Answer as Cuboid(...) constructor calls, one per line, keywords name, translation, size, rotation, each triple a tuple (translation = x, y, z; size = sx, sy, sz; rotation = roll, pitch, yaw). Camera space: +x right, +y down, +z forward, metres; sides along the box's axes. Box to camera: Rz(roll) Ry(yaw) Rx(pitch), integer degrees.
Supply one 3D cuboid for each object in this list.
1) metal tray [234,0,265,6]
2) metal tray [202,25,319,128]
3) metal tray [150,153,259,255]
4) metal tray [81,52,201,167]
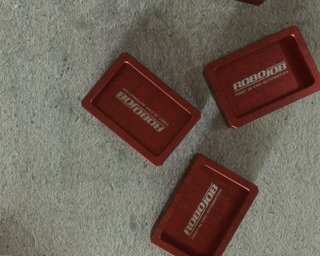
Cuboid(name="metal tray", translation=(0.086, -0.224, 0.408), size=(0.131, 0.030, 0.089), rotation=(13, 90, 0))
Cuboid(name="metal tray", translation=(0.133, -0.065, 0.408), size=(0.131, 0.030, 0.090), rotation=(-25, 90, 0))
Cuboid(name="metal tray", translation=(0.057, 0.110, 0.407), size=(0.090, 0.030, 0.130), rotation=(30, 90, 0))
Cuboid(name="metal tray", translation=(-0.024, -0.024, 0.407), size=(0.130, 0.030, 0.090), rotation=(39, 90, 0))
